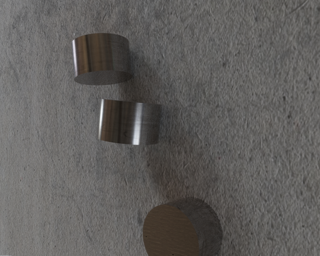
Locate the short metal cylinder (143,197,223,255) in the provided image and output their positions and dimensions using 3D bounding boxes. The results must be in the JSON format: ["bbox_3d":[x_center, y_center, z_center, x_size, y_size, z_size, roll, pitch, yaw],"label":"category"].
[{"bbox_3d":[0.026,0.126,0.367,0.080,0.050,0.080,0,90,40],"label":"short metal cylinder"}]

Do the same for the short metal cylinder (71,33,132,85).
[{"bbox_3d":[-0.082,-0.094,0.437,0.080,0.081,0.050,-10,84,39],"label":"short metal cylinder"}]

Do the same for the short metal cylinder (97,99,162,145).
[{"bbox_3d":[-0.040,-0.009,0.402,0.080,0.081,0.050,10,96,39],"label":"short metal cylinder"}]
